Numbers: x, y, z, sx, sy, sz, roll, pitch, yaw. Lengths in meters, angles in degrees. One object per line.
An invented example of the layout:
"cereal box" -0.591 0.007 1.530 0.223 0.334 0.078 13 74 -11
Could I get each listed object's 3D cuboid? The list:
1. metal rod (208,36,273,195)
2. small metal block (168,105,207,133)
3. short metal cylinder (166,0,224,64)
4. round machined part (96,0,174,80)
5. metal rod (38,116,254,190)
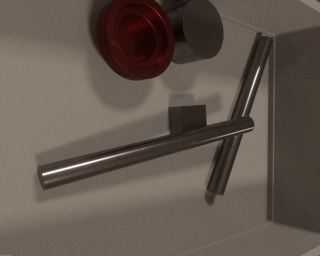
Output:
"metal rod" 0.142 -0.031 0.528 0.025 0.025 0.300 36 68 -35
"small metal block" 0.041 -0.007 0.443 0.050 0.025 0.050 -7 95 -40
"short metal cylinder" 0.042 -0.132 0.428 0.081 0.050 0.079 0 90 -40
"round machined part" -0.033 -0.105 0.370 0.099 0.042 0.097 0 90 -40
"metal rod" 0.007 0.022 0.388 0.303 0.025 0.025 -13 99 -32
